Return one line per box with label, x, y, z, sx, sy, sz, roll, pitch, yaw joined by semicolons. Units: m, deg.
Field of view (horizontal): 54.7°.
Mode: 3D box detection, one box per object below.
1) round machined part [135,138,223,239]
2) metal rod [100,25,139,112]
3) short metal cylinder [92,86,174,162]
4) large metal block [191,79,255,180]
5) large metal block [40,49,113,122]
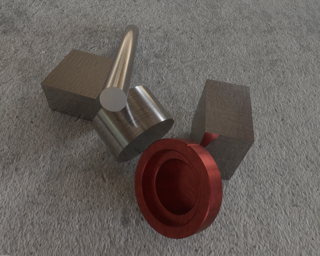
round machined part;0.022;0.059;0.319;0.042;0.097;0.098;2;38;-48
metal rod;-0.046;-0.098;0.417;0.025;0.025;0.300;-1;29;-1
short metal cylinder;-0.031;-0.004;0.363;0.081;0.080;0.050;-31;74;-24
large metal block;0.068;0.003;0.362;0.050;0.079;0.080;10;50;-2
large metal block;-0.103;-0.059;0.436;0.080;0.050;0.080;16;52;13
